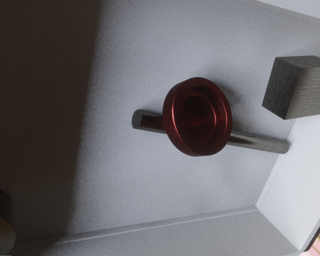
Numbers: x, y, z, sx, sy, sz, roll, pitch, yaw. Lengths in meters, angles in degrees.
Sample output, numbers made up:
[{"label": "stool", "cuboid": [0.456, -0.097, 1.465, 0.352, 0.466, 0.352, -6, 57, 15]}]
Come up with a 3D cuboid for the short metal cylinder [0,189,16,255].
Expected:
[{"label": "short metal cylinder", "cuboid": [-0.208, 0.112, 0.348, 0.081, 0.050, 0.079, -14, 124, -21]}]

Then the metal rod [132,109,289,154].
[{"label": "metal rod", "cuboid": [0.095, 0.012, 0.469, 0.302, 0.025, 0.025, 10, 113, -33]}]

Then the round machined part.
[{"label": "round machined part", "cuboid": [0.043, -0.012, 0.395, 0.099, 0.042, 0.097, 7, 78, -34]}]

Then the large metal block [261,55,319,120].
[{"label": "large metal block", "cuboid": [0.213, -0.063, 0.473, 0.081, 0.050, 0.079, -8, 122, -25]}]
